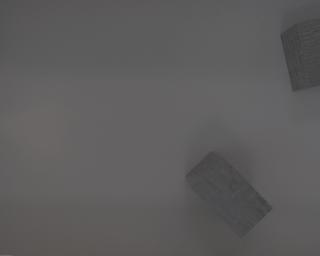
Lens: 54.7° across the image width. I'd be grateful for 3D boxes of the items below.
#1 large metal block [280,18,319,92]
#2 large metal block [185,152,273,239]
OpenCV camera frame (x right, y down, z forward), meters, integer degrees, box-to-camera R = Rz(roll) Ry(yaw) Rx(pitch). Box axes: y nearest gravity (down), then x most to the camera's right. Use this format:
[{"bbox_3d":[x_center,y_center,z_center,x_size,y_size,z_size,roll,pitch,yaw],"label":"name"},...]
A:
[{"bbox_3d":[0.213,-0.097,0.400,0.080,0.050,0.080,-13,90,0],"label":"large metal block"},{"bbox_3d":[0.080,0.078,0.384,0.050,0.080,0.080,-44,90,0],"label":"large metal block"}]
